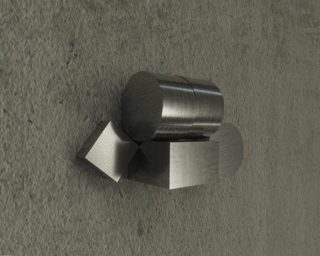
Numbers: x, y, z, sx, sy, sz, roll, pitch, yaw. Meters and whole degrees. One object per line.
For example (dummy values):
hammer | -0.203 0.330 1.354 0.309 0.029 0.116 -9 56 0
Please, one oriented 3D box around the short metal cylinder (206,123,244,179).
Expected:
short metal cylinder | 0.078 0.032 0.455 0.081 0.050 0.079 0 90 -40

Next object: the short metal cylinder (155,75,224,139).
short metal cylinder | 0.035 -0.025 0.401 0.050 0.080 0.080 1 90 -40

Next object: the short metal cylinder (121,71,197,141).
short metal cylinder | -0.003 -0.024 0.368 0.050 0.080 0.080 1 90 -40

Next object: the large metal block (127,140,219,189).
large metal block | 0.016 0.040 0.385 0.081 0.080 0.050 1 90 -40

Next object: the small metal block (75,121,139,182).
small metal block | -0.060 0.026 0.357 0.050 0.025 0.050 45 63 -31
